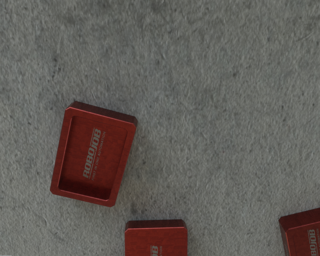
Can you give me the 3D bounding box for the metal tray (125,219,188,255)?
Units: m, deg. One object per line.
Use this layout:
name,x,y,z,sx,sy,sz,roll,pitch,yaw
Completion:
metal tray,-0.006,0.206,0.464,0.091,0.030,0.129,-1,96,-3

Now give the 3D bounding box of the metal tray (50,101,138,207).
metal tray,-0.090,0.038,0.419,0.091,0.030,0.129,15,109,-6

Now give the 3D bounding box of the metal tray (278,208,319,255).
metal tray,0.243,0.189,0.480,0.090,0.030,0.129,-16,110,5
